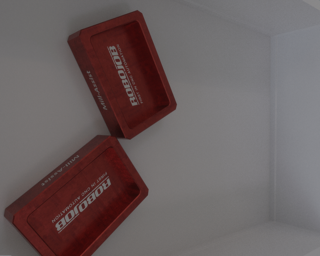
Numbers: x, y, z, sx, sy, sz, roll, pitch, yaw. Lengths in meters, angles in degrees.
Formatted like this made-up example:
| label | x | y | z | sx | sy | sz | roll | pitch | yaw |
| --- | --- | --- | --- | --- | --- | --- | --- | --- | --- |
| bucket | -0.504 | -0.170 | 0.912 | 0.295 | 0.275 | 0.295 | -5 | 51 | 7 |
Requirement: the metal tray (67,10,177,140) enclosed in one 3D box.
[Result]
| label | x | y | z | sx | sy | sz | roll | pitch | yaw |
| --- | --- | --- | --- | --- | --- | --- | --- | --- | --- |
| metal tray | -0.039 | -0.062 | 0.369 | 0.091 | 0.030 | 0.129 | -35 | 112 | -34 |

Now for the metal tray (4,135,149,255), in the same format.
| label | x | y | z | sx | sy | sz | roll | pitch | yaw |
| --- | --- | --- | --- | --- | --- | --- | --- | --- | --- |
| metal tray | -0.081 | 0.079 | 0.334 | 0.131 | 0.030 | 0.090 | -43 | 116 | -32 |
